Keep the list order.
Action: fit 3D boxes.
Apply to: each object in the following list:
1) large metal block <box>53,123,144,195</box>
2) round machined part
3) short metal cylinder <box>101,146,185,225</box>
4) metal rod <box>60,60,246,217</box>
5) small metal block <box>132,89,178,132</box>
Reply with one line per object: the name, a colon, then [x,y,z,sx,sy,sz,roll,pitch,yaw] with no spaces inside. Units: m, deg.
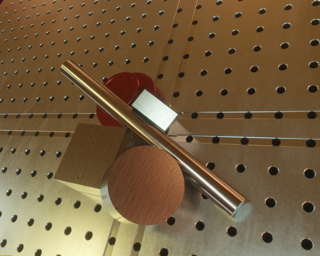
large metal block: [-0.076,0.043,0.401,0.080,0.050,0.080,5,64,30]
round machined part: [-0.051,-0.042,0.448,0.098,0.042,0.098,-13,56,20]
short metal cylinder: [-0.020,0.063,0.335,0.081,0.050,0.080,6,72,-18]
metal rod: [-0.026,-0.003,0.381,0.300,0.025,0.025,38,83,25]
small metal block: [-0.006,-0.019,0.394,0.050,0.050,0.025,38,85,4]
